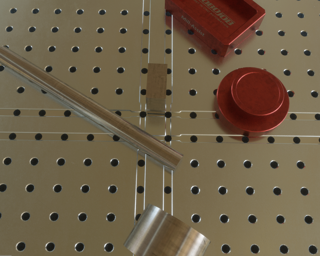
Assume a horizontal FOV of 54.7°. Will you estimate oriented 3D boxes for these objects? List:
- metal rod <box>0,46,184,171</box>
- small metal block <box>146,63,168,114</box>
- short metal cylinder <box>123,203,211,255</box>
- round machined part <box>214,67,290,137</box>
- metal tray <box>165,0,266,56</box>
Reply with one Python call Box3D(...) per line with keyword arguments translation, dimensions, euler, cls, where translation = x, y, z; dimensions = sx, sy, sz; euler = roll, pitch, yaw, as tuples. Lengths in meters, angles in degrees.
Box3D(translation=(-0.103, -0.031, 0.421), dimensions=(0.301, 0.025, 0.025), euler=(31, 73, 10), cls="metal rod")
Box3D(translation=(-0.004, -0.052, 0.417), dimensions=(0.025, 0.050, 0.050), euler=(3, 70, 1), cls="small metal block")
Box3D(translation=(0.008, 0.125, 0.337), dimensions=(0.080, 0.080, 0.050), euler=(30, 73, 10), cls="short metal cylinder")
Box3D(translation=(0.126, -0.041, 0.419), dimensions=(0.099, 0.042, 0.098), euler=(0, 70, -1), cls="round machined part")
Box3D(translation=(0.082, -0.183, 0.476), dimensions=(0.090, 0.030, 0.130), euler=(-42, 76, -14), cls="metal tray")
